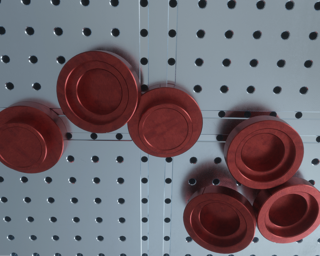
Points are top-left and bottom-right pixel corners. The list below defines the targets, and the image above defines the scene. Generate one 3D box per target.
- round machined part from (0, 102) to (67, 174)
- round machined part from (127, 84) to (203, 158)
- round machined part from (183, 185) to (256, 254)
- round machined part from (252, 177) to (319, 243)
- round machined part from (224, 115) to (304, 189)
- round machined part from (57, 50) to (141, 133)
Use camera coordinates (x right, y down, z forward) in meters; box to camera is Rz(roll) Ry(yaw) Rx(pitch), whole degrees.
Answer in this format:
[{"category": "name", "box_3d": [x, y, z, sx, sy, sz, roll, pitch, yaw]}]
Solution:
[{"category": "round machined part", "box_3d": [-0.177, 0.018, 0.409, 0.099, 0.042, 0.097, 0, 110, 0]}, {"category": "round machined part", "box_3d": [0.007, -0.005, 0.402, 0.099, 0.042, 0.097, 0, 110, 0]}, {"category": "round machined part", "box_3d": [0.086, 0.124, 0.440, 0.098, 0.042, 0.097, 7, 112, 18]}, {"category": "round machined part", "box_3d": [0.178, 0.112, 0.443, 0.099, 0.042, 0.097, -3, 112, -6]}, {"category": "round machined part", "box_3d": [0.135, 0.029, 0.416, 0.099, 0.042, 0.097, 0, 110, 0]}, {"category": "round machined part", "box_3d": [-0.071, -0.046, 0.382, 0.098, 0.042, 0.097, 2, 106, 7]}]
